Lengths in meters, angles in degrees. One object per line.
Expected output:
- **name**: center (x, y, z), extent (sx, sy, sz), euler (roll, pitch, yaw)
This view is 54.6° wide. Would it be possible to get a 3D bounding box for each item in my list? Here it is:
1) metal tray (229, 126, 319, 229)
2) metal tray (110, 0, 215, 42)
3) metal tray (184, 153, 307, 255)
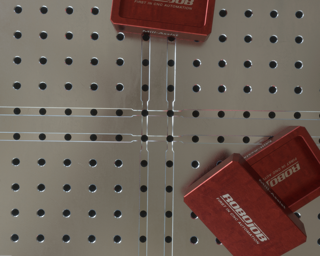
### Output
- **metal tray**: center (0.153, 0.067, 0.411), extent (0.130, 0.030, 0.090), euler (-33, 90, 0)
- **metal tray**: center (0.006, -0.170, 0.410), extent (0.131, 0.030, 0.090), euler (7, 90, 0)
- **metal tray**: center (0.106, 0.108, 0.395), extent (0.090, 0.030, 0.130), euler (-42, 90, 22)
